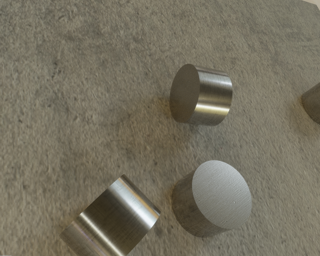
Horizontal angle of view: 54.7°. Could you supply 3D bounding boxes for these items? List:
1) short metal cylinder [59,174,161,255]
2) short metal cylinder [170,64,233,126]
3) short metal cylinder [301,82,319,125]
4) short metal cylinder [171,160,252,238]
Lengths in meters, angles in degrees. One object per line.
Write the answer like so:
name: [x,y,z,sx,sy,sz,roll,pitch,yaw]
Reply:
short metal cylinder: [-0.046,0.089,0.291,0.050,0.080,0.080,46,51,3]
short metal cylinder: [0.054,-0.044,0.426,0.050,0.080,0.080,6,59,-26]
short metal cylinder: [0.323,-0.050,0.596,0.081,0.050,0.080,14,56,-21]
short metal cylinder: [0.061,0.085,0.370,0.081,0.050,0.080,14,56,-21]
